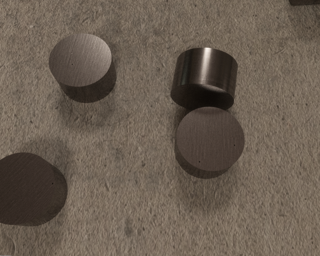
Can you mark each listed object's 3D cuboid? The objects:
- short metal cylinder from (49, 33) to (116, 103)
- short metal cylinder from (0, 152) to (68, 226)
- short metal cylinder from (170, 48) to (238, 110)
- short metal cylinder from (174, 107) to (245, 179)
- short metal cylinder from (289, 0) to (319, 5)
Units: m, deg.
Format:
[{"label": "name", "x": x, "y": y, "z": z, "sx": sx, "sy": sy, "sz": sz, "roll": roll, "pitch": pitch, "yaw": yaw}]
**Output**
[{"label": "short metal cylinder", "x": -0.103, "y": -0.081, "z": 0.423, "sx": 0.081, "sy": 0.050, "sz": 0.080, "roll": 0, "pitch": 70, "yaw": 0}, {"label": "short metal cylinder", "x": -0.157, "y": 0.074, "z": 0.366, "sx": 0.081, "sy": 0.050, "sz": 0.080, "roll": 0, "pitch": 70, "yaw": 0}, {"label": "short metal cylinder", "x": 0.057, "y": -0.060, "z": 0.401, "sx": 0.080, "sy": 0.080, "sz": 0.050, "roll": 10, "pitch": 70, "yaw": 3}, {"label": "short metal cylinder", "x": 0.060, "y": 0.020, "z": 0.388, "sx": 0.081, "sy": 0.050, "sz": 0.080, "roll": 0, "pitch": 70, "yaw": 0}, {"label": "short metal cylinder", "x": 0.232, "y": -0.230, "z": 0.466, "sx": 0.050, "sy": 0.080, "sz": 0.080, "roll": -5, "pitch": 70, "yaw": -2}]
